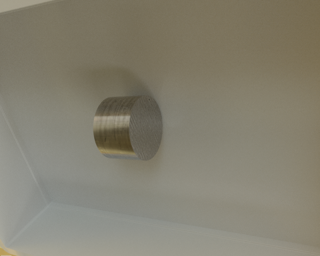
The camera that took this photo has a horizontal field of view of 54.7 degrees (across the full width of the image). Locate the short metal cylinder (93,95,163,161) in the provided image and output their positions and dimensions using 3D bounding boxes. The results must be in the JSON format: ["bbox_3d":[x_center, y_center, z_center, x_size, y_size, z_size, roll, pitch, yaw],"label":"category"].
[{"bbox_3d":[-0.038,0.000,0.388,0.050,0.080,0.080,0,119,28],"label":"short metal cylinder"}]
